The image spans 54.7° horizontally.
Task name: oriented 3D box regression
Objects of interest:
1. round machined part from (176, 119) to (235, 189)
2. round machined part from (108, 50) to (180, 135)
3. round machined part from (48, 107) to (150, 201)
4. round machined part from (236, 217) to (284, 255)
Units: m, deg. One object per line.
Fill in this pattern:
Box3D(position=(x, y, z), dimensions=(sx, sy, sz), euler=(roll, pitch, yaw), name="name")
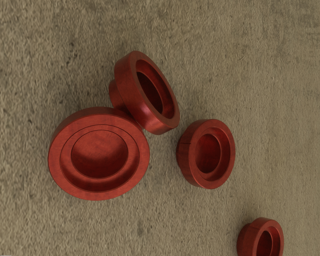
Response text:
Box3D(position=(0.061, 0.036, 0.445), dimensions=(0.099, 0.042, 0.097), euler=(0, 90, -40), name="round machined part")
Box3D(position=(-0.021, -0.036, 0.356), dimensions=(0.098, 0.042, 0.098), euler=(47, 28, -33), name="round machined part")
Box3D(position=(-0.063, 0.023, 0.322), dimensions=(0.099, 0.042, 0.097), euler=(-6, 115, -13), name="round machined part")
Box3D(position=(0.170, 0.203, 0.536), dimensions=(0.099, 0.042, 0.097), euler=(0, 90, -40), name="round machined part")
